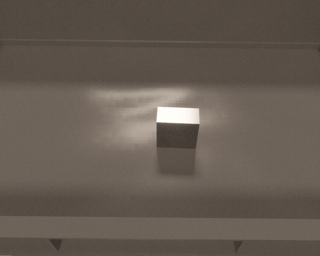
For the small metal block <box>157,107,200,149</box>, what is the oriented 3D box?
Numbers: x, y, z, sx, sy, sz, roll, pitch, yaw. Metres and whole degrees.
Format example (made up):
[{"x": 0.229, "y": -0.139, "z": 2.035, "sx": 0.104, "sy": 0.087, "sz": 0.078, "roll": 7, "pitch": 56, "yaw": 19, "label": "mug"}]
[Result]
[{"x": 0.022, "y": 0.001, "z": 0.389, "sx": 0.050, "sy": 0.050, "sz": 0.025, "roll": 2, "pitch": 50, "yaw": 1, "label": "small metal block"}]
